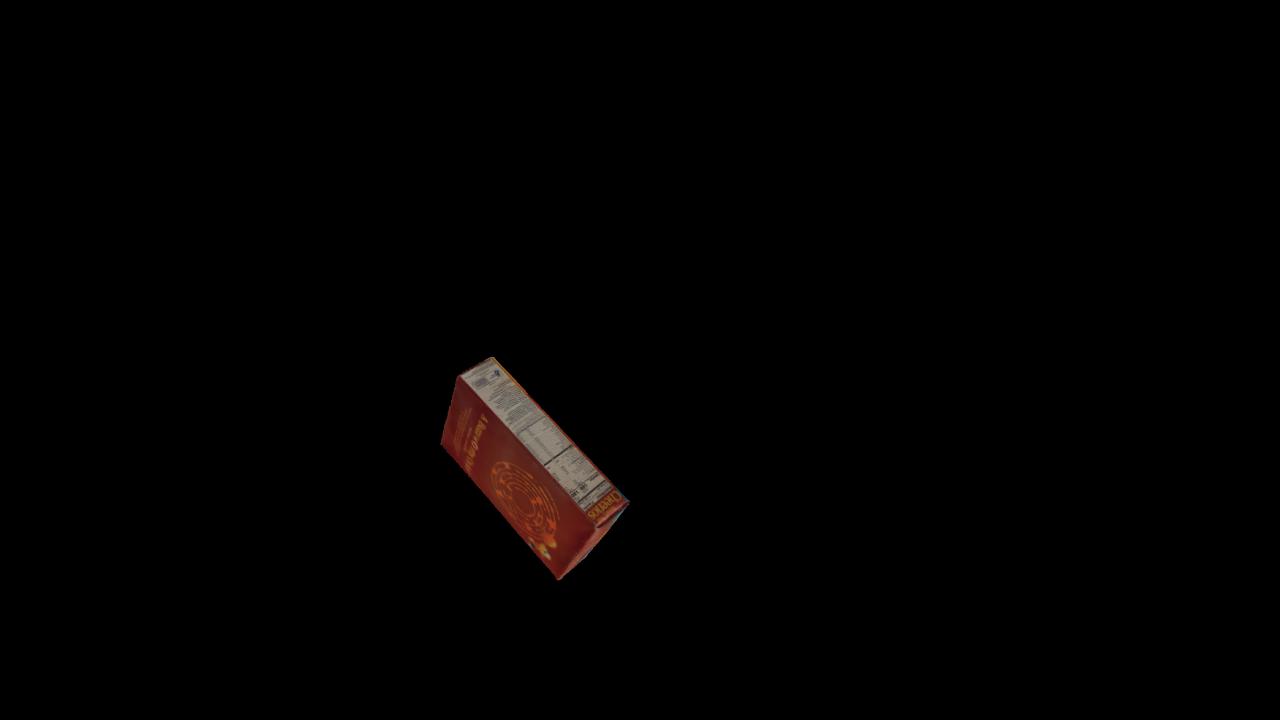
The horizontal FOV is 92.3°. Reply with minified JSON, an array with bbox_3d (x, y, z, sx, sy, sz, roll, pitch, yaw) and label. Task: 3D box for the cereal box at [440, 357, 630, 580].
[{"bbox_3d":[-0.172,0.169,0.941,0.081,0.306,0.203,-34,-18,-41],"label":"cereal box"}]
